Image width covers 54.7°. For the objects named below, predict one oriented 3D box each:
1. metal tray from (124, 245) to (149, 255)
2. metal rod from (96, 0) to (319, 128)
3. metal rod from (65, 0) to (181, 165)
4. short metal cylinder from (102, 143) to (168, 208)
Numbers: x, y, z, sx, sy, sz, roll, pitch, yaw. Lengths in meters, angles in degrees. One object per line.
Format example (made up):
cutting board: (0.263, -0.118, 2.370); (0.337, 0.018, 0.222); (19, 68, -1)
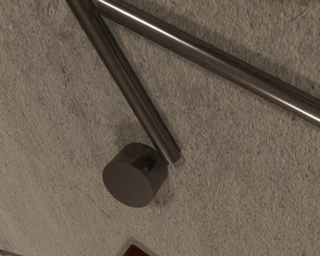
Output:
metal tray: (-0.047, 0.293, 0.606); (0.090, 0.030, 0.129); (34, 129, 5)
metal rod: (0.065, -0.069, 0.329); (0.301, 0.025, 0.025); (29, 128, 9)
metal rod: (-0.056, -0.081, 0.384); (0.025, 0.025, 0.299); (-20, 108, 35)
short metal cylinder: (-0.036, 0.068, 0.450); (0.080, 0.050, 0.079); (13, 124, 20)
